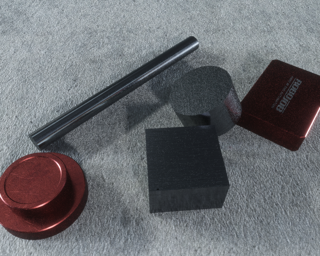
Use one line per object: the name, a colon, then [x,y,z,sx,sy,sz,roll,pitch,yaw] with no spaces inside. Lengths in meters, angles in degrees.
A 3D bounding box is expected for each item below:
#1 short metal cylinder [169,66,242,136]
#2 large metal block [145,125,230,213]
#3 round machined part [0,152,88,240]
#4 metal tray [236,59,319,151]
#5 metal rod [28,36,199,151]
short metal cylinder: [0.059,-0.033,0.397,0.080,0.050,0.080,-16,49,19]
large metal block: [0.026,0.045,0.349,0.081,0.050,0.080,-3,50,-3]
round machined part: [-0.131,0.065,0.336,0.099,0.042,0.098,0,50,0]
metal tray: [0.174,-0.037,0.434,0.090,0.030,0.131,28,55,21]
metal rod: [-0.050,-0.063,0.455,0.025,0.025,0.302,37,59,27]
